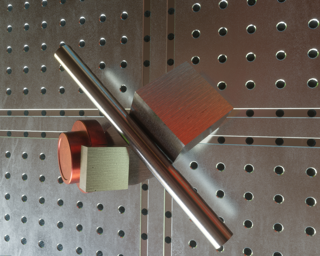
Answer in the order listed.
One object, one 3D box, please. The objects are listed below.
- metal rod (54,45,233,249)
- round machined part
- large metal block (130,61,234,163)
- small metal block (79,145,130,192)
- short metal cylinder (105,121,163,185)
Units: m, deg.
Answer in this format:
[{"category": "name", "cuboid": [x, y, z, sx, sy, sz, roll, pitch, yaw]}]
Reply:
[{"category": "metal rod", "cuboid": [-0.028, 0.012, 0.365, 0.025, 0.025, 0.300, -45, 76, 14]}, {"category": "round machined part", "cuboid": [-0.106, 0.038, 0.409, 0.098, 0.042, 0.097, 10, 102, 57]}, {"category": "large metal block", "cuboid": [0.023, -0.020, 0.364, 0.080, 0.050, 0.080, -35, 75, -28]}, {"category": "small metal block", "cuboid": [-0.065, 0.046, 0.363, 0.025, 0.050, 0.050, 5, 93, 60]}, {"category": "short metal cylinder", "cuboid": [-0.032, 0.031, 0.406, 0.080, 0.050, 0.079, 0, 90, 20]}]
